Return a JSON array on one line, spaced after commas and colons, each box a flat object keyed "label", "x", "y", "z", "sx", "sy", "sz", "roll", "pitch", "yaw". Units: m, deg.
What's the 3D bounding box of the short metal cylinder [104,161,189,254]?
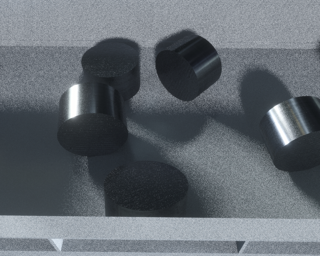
[{"label": "short metal cylinder", "x": -0.014, "y": 0.075, "z": 0.307, "sx": 0.081, "sy": 0.050, "sz": 0.080, "roll": 2, "pitch": 26, "yaw": -1}]

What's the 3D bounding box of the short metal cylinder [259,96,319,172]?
[{"label": "short metal cylinder", "x": 0.164, "y": 0.009, "z": 0.363, "sx": 0.081, "sy": 0.080, "sz": 0.050, "roll": -6, "pitch": 51, "yaw": -5}]

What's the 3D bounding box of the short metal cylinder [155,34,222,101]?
[{"label": "short metal cylinder", "x": 0.040, "y": -0.085, "z": 0.441, "sx": 0.080, "sy": 0.080, "sz": 0.050, "roll": 36, "pitch": 59, "yaw": 26}]

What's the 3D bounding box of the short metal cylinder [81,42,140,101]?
[{"label": "short metal cylinder", "x": -0.071, "y": -0.082, "z": 0.457, "sx": 0.080, "sy": 0.050, "sz": 0.080, "roll": 0, "pitch": 50, "yaw": 0}]

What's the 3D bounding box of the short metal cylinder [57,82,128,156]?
[{"label": "short metal cylinder", "x": -0.081, "y": -0.009, "z": 0.376, "sx": 0.081, "sy": 0.080, "sz": 0.050, "roll": -7, "pitch": 51, "yaw": -6}]
